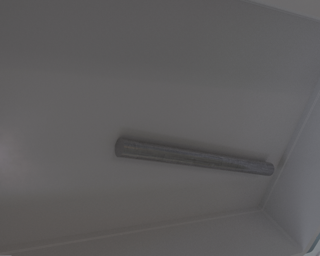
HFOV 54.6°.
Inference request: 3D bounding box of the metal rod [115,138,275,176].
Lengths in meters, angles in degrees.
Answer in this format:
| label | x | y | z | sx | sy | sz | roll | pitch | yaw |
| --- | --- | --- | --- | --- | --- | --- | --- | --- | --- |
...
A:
| label | x | y | z | sx | sy | sz | roll | pitch | yaw |
| --- | --- | --- | --- | --- | --- | --- | --- | --- | --- |
| metal rod | 0.072 | 0.050 | 0.477 | 0.302 | 0.025 | 0.025 | 11 | 113 | -33 |
